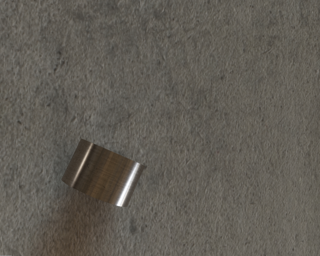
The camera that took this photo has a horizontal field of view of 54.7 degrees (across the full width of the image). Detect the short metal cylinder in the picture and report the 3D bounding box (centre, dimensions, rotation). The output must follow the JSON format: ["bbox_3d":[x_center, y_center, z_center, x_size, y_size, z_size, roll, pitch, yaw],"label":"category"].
[{"bbox_3d":[-0.064,0.051,0.357,0.080,0.080,0.050,26,81,-19],"label":"short metal cylinder"}]
